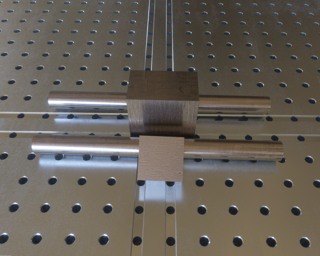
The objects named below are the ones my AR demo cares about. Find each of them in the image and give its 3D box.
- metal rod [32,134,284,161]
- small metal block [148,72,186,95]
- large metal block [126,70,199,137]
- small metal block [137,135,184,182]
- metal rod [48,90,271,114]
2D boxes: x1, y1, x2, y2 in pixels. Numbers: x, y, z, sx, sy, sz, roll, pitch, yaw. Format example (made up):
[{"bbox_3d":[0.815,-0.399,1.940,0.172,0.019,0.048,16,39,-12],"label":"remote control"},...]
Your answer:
[{"bbox_3d":[-0.003,0.024,0.383,0.302,0.025,0.025,2,50,1],"label":"metal rod"},{"bbox_3d":[0.009,-0.064,0.442,0.050,0.025,0.050,1,16,0],"label":"small metal block"},{"bbox_3d":[0.004,-0.024,0.386,0.081,0.080,0.050,1,50,1],"label":"large metal block"},{"bbox_3d":[0.001,0.035,0.358,0.050,0.025,0.050,2,87,1],"label":"small metal block"},{"bbox_3d":[-0.001,-0.036,0.432,0.302,0.025,0.025,2,50,1],"label":"metal rod"}]
